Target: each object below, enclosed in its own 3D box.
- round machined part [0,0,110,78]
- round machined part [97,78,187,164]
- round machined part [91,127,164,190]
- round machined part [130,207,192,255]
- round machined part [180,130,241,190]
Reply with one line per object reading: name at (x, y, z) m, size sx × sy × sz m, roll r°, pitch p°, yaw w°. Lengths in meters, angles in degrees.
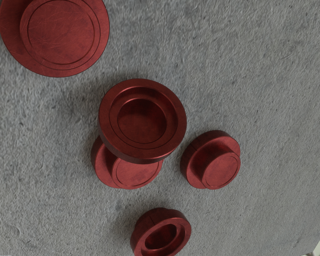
round machined part at (-0.094, -0.092, 0.287) m, size 0.099 × 0.042 × 0.097 m, roll -14°, pitch 124°, yaw -21°
round machined part at (-0.022, -0.005, 0.357) m, size 0.099 × 0.098 × 0.042 m, roll -14°, pitch 161°, yaw -21°
round machined part at (-0.036, 0.040, 0.401) m, size 0.099 × 0.042 × 0.097 m, roll -14°, pitch 124°, yaw -21°
round machined part at (-0.002, 0.167, 0.498) m, size 0.099 × 0.042 × 0.097 m, roll -14°, pitch 124°, yaw -21°
round machined part at (0.084, 0.055, 0.476) m, size 0.099 × 0.042 × 0.097 m, roll -14°, pitch 124°, yaw -21°
